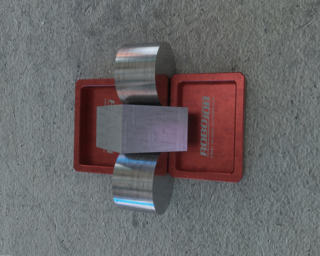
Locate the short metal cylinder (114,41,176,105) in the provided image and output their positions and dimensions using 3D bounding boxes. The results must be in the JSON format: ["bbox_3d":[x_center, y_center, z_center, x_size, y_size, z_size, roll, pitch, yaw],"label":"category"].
[{"bbox_3d":[-0.015,-0.065,0.386,0.050,0.080,0.079,2,91,20],"label":"short metal cylinder"}]

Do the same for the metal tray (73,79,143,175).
[{"bbox_3d":[-0.073,-0.002,0.434,0.090,0.030,0.129,2,91,19],"label":"metal tray"}]

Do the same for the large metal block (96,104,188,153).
[{"bbox_3d":[-0.023,0.000,0.367,0.080,0.081,0.050,3,93,60],"label":"large metal block"}]

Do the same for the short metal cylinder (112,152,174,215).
[{"bbox_3d":[-0.018,0.065,0.387,0.050,0.080,0.079,2,91,20],"label":"short metal cylinder"}]

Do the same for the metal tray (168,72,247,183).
[{"bbox_3d":[0.059,-0.002,0.387,0.090,0.030,0.129,2,91,19],"label":"metal tray"}]
